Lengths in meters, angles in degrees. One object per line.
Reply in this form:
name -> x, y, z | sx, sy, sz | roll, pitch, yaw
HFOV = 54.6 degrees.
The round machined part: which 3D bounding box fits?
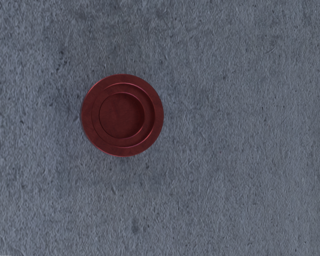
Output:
round machined part -> -0.048, -0.015, 0.382 | 0.099, 0.042, 0.097 | 0, 90, -20
